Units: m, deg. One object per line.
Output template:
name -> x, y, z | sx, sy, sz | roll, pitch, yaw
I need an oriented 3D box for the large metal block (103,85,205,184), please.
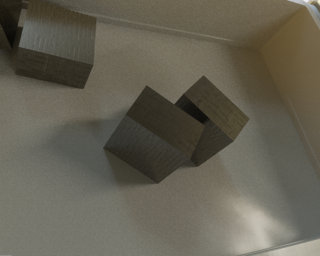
large metal block -> -0.009, 0.011, 0.361 | 0.080, 0.080, 0.050 | 34, 51, -6

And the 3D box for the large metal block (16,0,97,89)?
large metal block -> -0.127, -0.103, 0.385 | 0.081, 0.050, 0.080 | 10, 57, -23

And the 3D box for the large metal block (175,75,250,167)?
large metal block -> 0.053, -0.007, 0.405 | 0.080, 0.080, 0.050 | 44, 51, 2

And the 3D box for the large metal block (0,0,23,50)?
large metal block -> -0.197, -0.146, 0.345 | 0.050, 0.080, 0.080 | 0, 61, -6
